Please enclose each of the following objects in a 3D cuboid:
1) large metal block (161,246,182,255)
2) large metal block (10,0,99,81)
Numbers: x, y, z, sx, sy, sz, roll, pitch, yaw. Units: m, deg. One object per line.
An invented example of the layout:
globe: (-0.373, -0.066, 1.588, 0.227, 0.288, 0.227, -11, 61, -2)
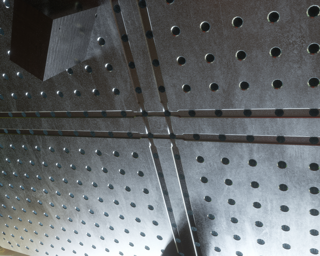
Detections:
large metal block: (0.022, 0.267, 0.529, 0.080, 0.080, 0.050, 29, 128, 9)
large metal block: (-0.127, -0.115, 0.373, 0.050, 0.080, 0.080, 33, 129, 7)
